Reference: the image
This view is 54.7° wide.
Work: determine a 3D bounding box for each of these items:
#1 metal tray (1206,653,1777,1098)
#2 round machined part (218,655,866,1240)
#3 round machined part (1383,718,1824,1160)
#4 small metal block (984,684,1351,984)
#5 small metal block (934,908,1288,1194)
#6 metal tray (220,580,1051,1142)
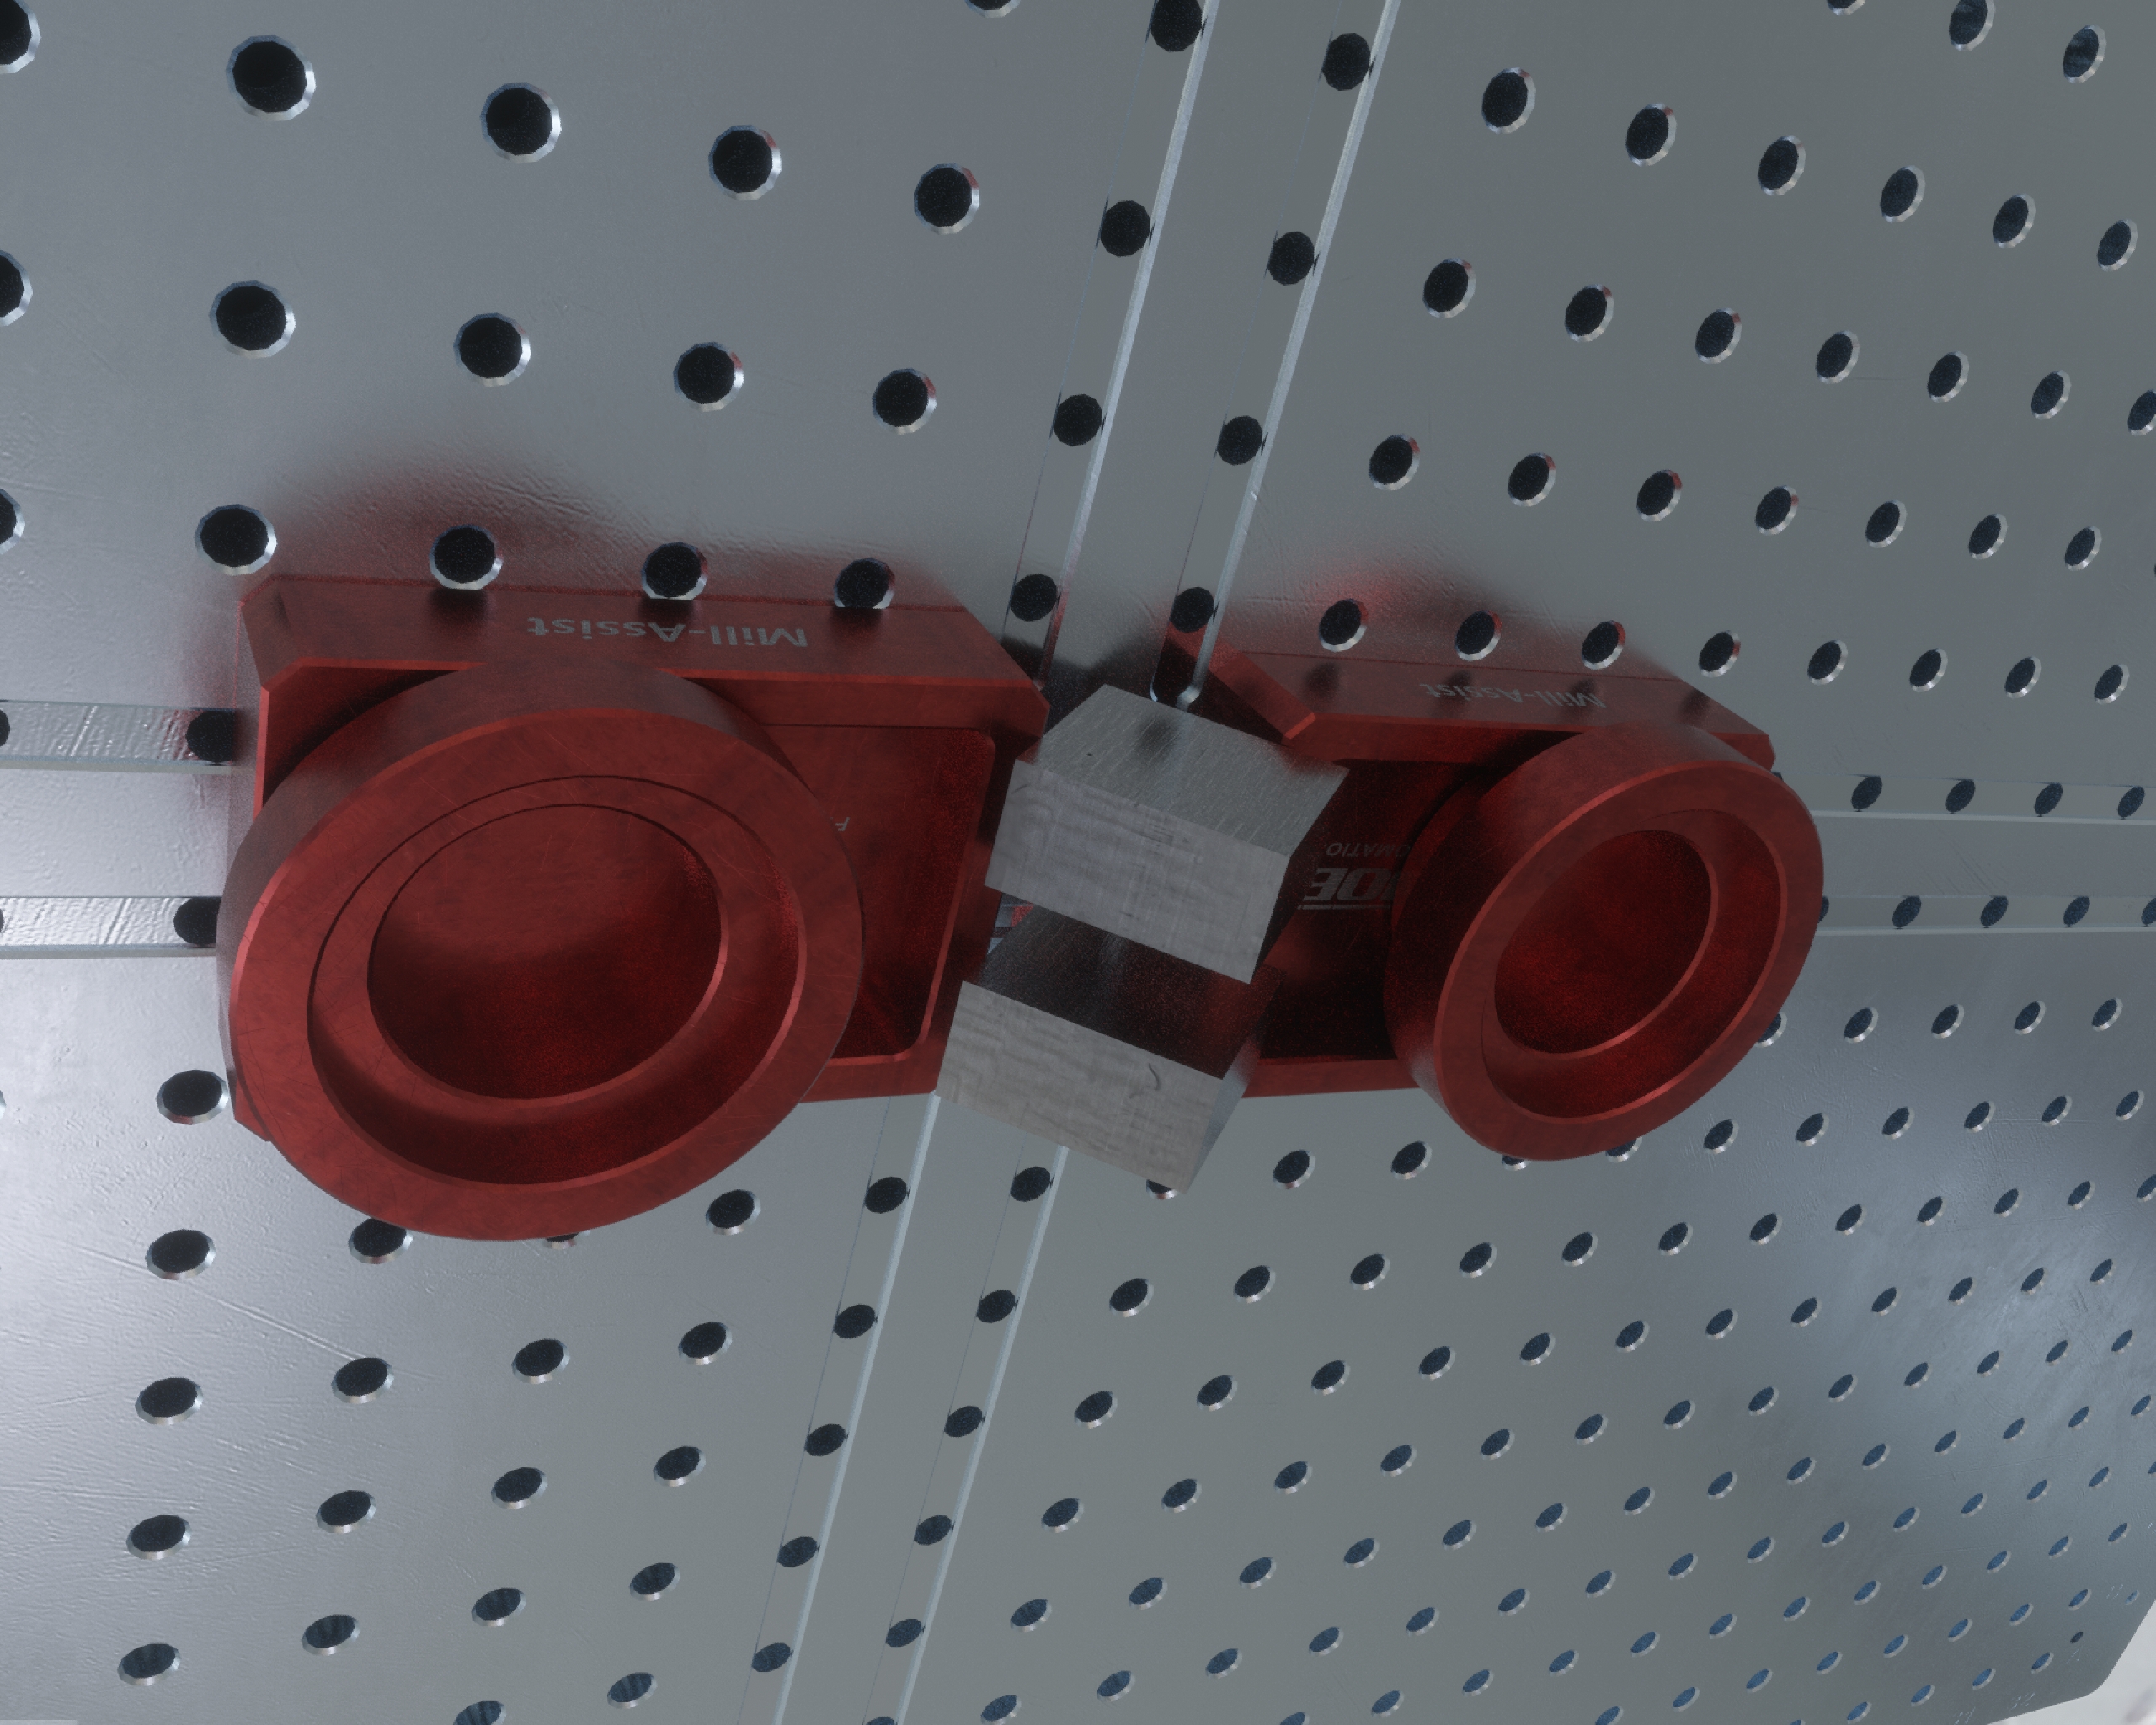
[{"bbox_3d":[0.081,0.004,0.455,0.131,0.030,0.089,0,118,-29],"label":"metal tray"},{"bbox_3d":[-0.088,0.010,0.342,0.099,0.042,0.097,-14,124,-21],"label":"round machined part"},{"bbox_3d":[0.108,0.013,0.450,0.099,0.042,0.097,-14,124,-21],"label":"round machined part"},{"bbox_3d":[0.017,-0.007,0.382,0.050,0.050,0.025,20,115,11],"label":"small metal block"},{"bbox_3d":[0.007,0.032,0.400,0.050,0.050,0.025,20,115,11],"label":"small metal block"},{"bbox_3d":[-0.078,0.000,0.367,0.131,0.030,0.089,-1,121,-28],"label":"metal tray"}]
